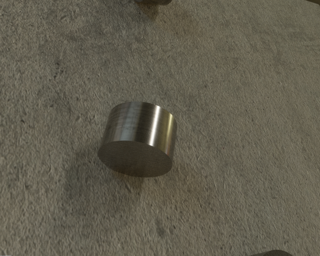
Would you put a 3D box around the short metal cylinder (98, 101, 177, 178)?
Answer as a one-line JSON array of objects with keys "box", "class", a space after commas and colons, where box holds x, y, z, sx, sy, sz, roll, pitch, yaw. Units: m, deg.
[{"box": [-0.023, 0.015, 0.347, 0.080, 0.080, 0.050, 21, 54, -16], "class": "short metal cylinder"}]

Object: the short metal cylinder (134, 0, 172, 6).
[{"box": [-0.011, -0.248, 0.514, 0.050, 0.080, 0.080, -6, 65, -31], "class": "short metal cylinder"}]

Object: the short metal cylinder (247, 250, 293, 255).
[{"box": [0.121, 0.181, 0.342, 0.081, 0.050, 0.080, 14, 56, -21], "class": "short metal cylinder"}]
